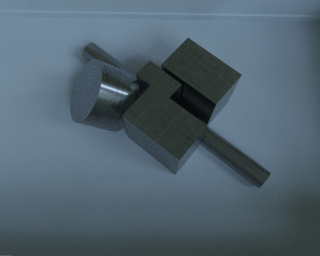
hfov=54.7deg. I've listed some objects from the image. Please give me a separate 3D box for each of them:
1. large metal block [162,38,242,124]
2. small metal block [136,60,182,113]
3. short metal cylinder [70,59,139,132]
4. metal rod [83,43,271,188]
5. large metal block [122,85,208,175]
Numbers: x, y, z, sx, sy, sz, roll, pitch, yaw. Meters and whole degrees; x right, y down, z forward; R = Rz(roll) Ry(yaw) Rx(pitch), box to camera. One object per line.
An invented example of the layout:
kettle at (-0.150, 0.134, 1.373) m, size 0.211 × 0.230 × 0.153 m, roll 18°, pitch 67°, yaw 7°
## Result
large metal block at (0.049, -0.055, 0.401) m, size 0.080 × 0.080 × 0.050 m, roll 38°, pitch 74°, yaw 12°
small metal block at (-0.001, -0.049, 0.388) m, size 0.050 × 0.050 × 0.025 m, roll 39°, pitch 75°, yaw 12°
short metal cylinder at (-0.070, -0.039, 0.386) m, size 0.050 × 0.080 × 0.080 m, roll 17°, pitch 65°, yaw -37°
metal rod at (0.014, -0.024, 0.418) m, size 0.300 × 0.025 × 0.025 m, roll 37°, pitch 74°, yaw 12°
large metal block at (0.005, 0.005, 0.378) m, size 0.080 × 0.080 × 0.050 m, roll 37°, pitch 74°, yaw 12°
